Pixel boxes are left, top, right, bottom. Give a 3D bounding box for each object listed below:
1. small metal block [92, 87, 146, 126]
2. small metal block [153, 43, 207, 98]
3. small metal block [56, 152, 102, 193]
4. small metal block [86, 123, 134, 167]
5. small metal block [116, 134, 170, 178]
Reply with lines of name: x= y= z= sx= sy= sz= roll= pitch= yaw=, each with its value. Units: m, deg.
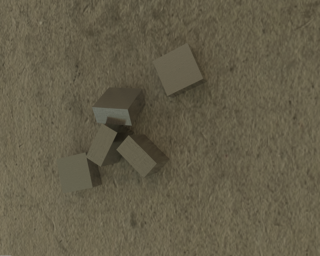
small metal block: x=-0.053 y=-0.030 z=0.411 sx=0.050 sy=0.050 sz=0.025 roll=5 pitch=129 yaw=19
small metal block: x=0.026 y=-0.073 z=0.399 sx=0.050 sy=0.025 sz=0.050 roll=-25 pitch=82 yaw=18
small metal block: x=-0.117 y=0.064 z=0.449 sx=0.050 sy=0.025 sz=0.050 roll=-14 pitch=85 yaw=19
small metal block: x=-0.066 y=0.022 z=0.418 sx=0.025 sy=0.050 sz=0.050 roll=30 pitch=100 yaw=17
small metal block: x=-0.021 y=0.035 z=0.402 sx=0.050 sy=0.050 sz=0.025 roll=44 pitch=104 yaw=14
